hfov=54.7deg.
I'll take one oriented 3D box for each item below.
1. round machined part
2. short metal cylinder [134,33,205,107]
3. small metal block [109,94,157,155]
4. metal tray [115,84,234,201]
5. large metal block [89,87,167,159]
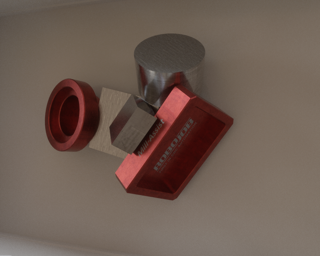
[{"bbox_3d":[-0.114,-0.016,0.426,0.098,0.042,0.097,-6,81,42],"label":"round machined part"},{"bbox_3d":[0.012,-0.069,0.368,0.080,0.080,0.050,17,140,19],"label":"short metal cylinder"},{"bbox_3d":[-0.032,-0.006,0.351,0.025,0.050,0.050,31,103,-22],"label":"small metal block"},{"bbox_3d":[0.019,0.023,0.366,0.129,0.090,0.030,-55,47,11],"label":"metal tray"},{"bbox_3d":[-0.037,-0.003,0.408,0.080,0.050,0.079,16,95,19],"label":"large metal block"}]
